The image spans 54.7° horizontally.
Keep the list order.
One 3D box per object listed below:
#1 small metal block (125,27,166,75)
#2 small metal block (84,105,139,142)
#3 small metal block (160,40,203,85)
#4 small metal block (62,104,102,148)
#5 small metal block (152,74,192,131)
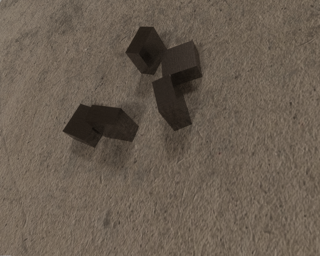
[{"bbox_3d":[-0.019,-0.116,0.468,0.025,0.050,0.050,13,69,33],"label":"small metal block"},{"bbox_3d":[-0.065,-0.006,0.424,0.050,0.050,0.025,8,66,31],"label":"small metal block"},{"bbox_3d":[0.030,-0.092,0.443,0.050,0.025,0.050,-16,55,18],"label":"small metal block"},{"bbox_3d":[-0.108,-0.004,0.461,0.050,0.025,0.050,18,71,34],"label":"small metal block"},{"bbox_3d":[0.016,-0.032,0.398,0.025,0.050,0.050,-23,54,14],"label":"small metal block"}]
